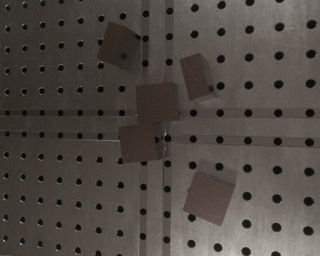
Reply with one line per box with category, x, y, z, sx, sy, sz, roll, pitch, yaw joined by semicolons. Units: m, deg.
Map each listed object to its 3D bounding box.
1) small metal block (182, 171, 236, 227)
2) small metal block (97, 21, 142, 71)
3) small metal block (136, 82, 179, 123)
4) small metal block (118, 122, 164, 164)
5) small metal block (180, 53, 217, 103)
small metal block;0.062;0.088;0.390;0.050;0.025;0.050;19;96;18
small metal block;-0.054;-0.109;0.417;0.025;0.050;0.050;23;97;18
small metal block;-0.003;-0.033;0.413;0.050;0.025;0.050;-3;89;19
small metal block;-0.026;0.020;0.421;0.050;0.025;0.050;-8;88;19
small metal block;0.048;-0.060;0.382;0.025;0.050;0.050;-14;85;19
